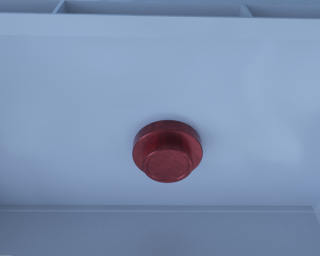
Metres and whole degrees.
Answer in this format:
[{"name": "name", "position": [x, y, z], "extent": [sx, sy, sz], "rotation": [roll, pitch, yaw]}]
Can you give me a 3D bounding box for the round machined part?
[{"name": "round machined part", "position": [0.011, 0.040, 0.432], "extent": [0.099, 0.042, 0.097], "rotation": [-1, 130, 0]}]
